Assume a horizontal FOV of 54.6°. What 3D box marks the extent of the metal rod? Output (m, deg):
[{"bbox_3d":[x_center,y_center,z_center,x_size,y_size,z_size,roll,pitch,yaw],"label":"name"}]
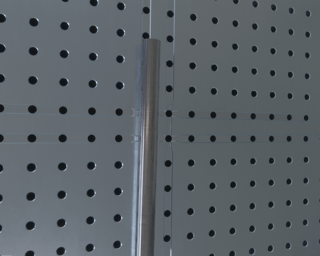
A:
[{"bbox_3d":[-0.016,0.035,0.406,0.025,0.025,0.298,2,89,-20],"label":"metal rod"}]
